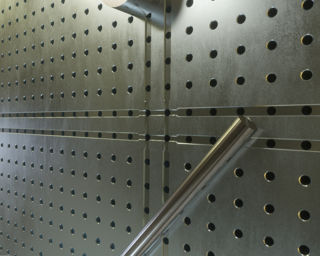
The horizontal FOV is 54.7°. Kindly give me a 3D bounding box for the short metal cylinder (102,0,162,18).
[{"bbox_3d":[-0.039,-0.198,0.423,0.080,0.050,0.079,0,90,39],"label":"short metal cylinder"}]

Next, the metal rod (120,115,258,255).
[{"bbox_3d":[0.015,0.104,0.394,0.025,0.025,0.298,50,119,28],"label":"metal rod"}]
